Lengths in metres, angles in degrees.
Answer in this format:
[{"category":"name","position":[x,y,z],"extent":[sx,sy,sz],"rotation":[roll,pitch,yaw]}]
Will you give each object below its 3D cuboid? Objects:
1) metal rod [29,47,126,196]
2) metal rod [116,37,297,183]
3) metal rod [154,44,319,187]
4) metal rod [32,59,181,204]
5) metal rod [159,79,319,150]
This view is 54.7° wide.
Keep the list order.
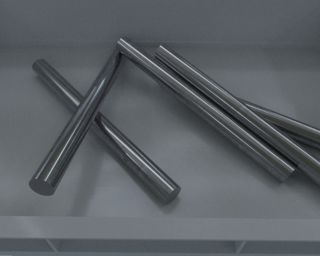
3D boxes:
[{"category":"metal rod","position":[-0.085,-0.039,0.405],"extent":[0.025,0.025,0.300],"rotation":[8,41,6]},{"category":"metal rod","position":[0.047,-0.037,0.417],"extent":[0.025,0.025,0.300],"rotation":[-37,65,-27]},{"category":"metal rod","position":[0.106,-0.019,0.400],"extent":[0.025,0.025,0.300],"rotation":[-37,66,-27]},{"category":"metal rod","position":[-0.086,-0.011,0.413],"extent":[0.025,0.025,0.300],"rotation":[-35,58,-26]},{"category":"metal rod","position":[0.133,-0.018,0.421],"extent":[0.301,0.025,0.025],"rotation":[24,54,19]}]
